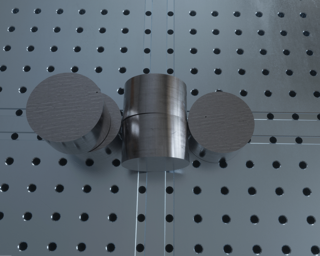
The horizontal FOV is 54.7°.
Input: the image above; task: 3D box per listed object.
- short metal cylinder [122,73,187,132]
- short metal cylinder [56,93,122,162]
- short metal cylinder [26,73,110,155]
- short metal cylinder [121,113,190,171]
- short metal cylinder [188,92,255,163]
[{"bbox_3d":[-0.006,-0.028,0.393,0.081,0.080,0.050,1,71,0],"label":"short metal cylinder"},{"bbox_3d":[-0.087,-0.001,0.398,0.081,0.050,0.080,0,70,0],"label":"short metal cylinder"},{"bbox_3d":[-0.100,-0.015,0.348,0.081,0.050,0.080,0,70,0],"label":"short metal cylinder"},{"bbox_3d":[-0.006,0.020,0.375,0.081,0.080,0.050,-1,70,-1],"label":"short metal cylinder"},{"bbox_3d":[0.074,0.000,0.398,0.081,0.050,0.080,0,70,0],"label":"short metal cylinder"}]
